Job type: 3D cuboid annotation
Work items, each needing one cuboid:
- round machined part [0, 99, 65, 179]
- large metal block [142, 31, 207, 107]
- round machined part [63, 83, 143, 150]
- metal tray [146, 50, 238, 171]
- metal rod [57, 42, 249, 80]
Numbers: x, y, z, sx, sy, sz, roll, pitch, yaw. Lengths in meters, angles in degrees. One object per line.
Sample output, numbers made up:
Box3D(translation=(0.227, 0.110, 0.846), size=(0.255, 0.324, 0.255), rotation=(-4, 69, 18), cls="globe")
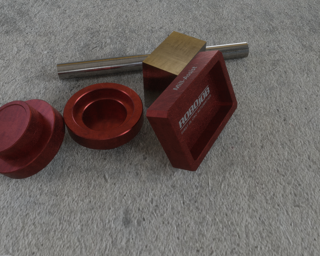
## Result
Box3D(translation=(-0.166, 0.007, 0.363), size=(0.098, 0.042, 0.098), rotation=(-10, 59, 18), cls="round machined part")
Box3D(translation=(0.020, -0.073, 0.429), size=(0.050, 0.080, 0.080), rotation=(25, 54, 19), cls="large metal block")
Box3D(translation=(-0.070, -0.011, 0.401), size=(0.099, 0.042, 0.098), rotation=(0, 50, 0), cls="round machined part")
Box3D(translation=(0.046, -0.024, 0.378), size=(0.030, 0.090, 0.130), rotation=(6, 44, 40), cls="metal tray")
Box3D(translation=(-0.006, -0.108, 0.493), size=(0.302, 0.025, 0.025), rotation=(-8, 51, -7), cls="metal rod")
